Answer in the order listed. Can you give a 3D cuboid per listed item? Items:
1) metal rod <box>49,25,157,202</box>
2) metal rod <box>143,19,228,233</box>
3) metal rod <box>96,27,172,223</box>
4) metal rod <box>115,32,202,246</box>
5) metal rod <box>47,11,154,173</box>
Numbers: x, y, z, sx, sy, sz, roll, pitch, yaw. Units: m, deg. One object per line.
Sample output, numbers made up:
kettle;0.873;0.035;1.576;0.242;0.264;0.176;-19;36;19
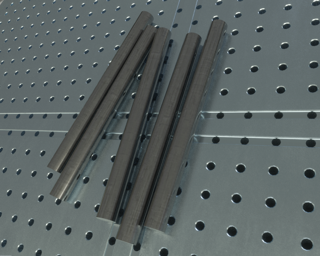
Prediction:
metal rod;-0.075;-0.033;0.466;0.025;0.025;0.300;14;69;33
metal rod;0.040;-0.019;0.397;0.025;0.025;0.300;6;64;30
metal rod;-0.029;-0.021;0.434;0.025;0.025;0.300;1;62;28
metal rod;0.006;-0.003;0.405;0.025;0.025;0.300;5;64;30
metal rod;-0.087;-0.066;0.492;0.025;0.025;0.300;15;69;34
